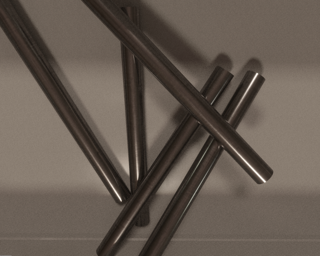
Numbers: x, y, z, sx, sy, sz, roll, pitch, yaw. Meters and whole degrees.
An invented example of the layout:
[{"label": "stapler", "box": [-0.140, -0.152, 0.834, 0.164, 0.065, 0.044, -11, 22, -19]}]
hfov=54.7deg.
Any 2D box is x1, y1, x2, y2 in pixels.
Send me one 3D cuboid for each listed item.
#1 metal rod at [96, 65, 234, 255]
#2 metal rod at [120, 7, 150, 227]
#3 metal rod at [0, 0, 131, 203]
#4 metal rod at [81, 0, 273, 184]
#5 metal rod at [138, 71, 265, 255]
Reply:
[{"label": "metal rod", "box": [0.002, 0.053, 0.410, 0.025, 0.025, 0.299, 31, 99, -11]}, {"label": "metal rod", "box": [-0.032, -0.001, 0.410, 0.025, 0.025, 0.298, -2, 110, 0]}, {"label": "metal rod", "box": [-0.121, -0.025, 0.400, 0.025, 0.025, 0.299, -26, 109, 9]}, {"label": "metal rod", "box": [0.022, -0.047, 0.354, 0.025, 0.025, 0.300, -43, 98, 14]}, {"label": "metal rod", "box": [0.046, 0.063, 0.392, 0.025, 0.025, 0.299, 30, 91, -11]}]
